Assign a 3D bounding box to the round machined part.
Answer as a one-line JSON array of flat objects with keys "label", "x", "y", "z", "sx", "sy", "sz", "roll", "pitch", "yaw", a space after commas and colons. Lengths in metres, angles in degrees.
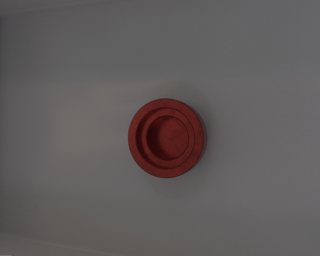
[{"label": "round machined part", "x": 0.012, "y": 0.013, "z": 0.397, "sx": 0.098, "sy": 0.042, "sz": 0.097, "roll": 0, "pitch": 90, "yaw": 20}]
